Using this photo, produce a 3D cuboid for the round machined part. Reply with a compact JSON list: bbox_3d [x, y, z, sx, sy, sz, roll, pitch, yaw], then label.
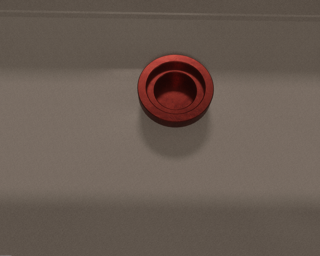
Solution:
[{"bbox_3d":[0.020,-0.046,0.418,0.099,0.042,0.098,0,70,-1],"label":"round machined part"}]
